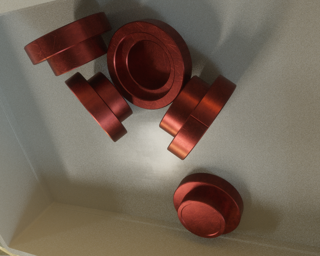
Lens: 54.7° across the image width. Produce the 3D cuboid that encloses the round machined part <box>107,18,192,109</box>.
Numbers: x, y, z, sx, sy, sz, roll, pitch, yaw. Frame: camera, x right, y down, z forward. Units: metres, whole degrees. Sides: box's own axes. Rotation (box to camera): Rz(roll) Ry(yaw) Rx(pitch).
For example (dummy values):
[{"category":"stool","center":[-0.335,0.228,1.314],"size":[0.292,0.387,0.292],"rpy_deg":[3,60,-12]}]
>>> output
[{"category":"round machined part","center":[-0.008,-0.074,0.353],"size":[0.098,0.042,0.097],"rpy_deg":[14,121,25]}]

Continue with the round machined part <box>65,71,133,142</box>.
[{"category":"round machined part","center":[-0.072,-0.033,0.394],"size":[0.098,0.042,0.098],"rpy_deg":[49,172,10]}]

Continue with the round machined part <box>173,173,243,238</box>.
[{"category":"round machined part","center":[0.063,0.115,0.435],"size":[0.098,0.042,0.097],"rpy_deg":[13,124,21]}]

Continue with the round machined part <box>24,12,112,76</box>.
[{"category":"round machined part","center":[-0.099,-0.093,0.356],"size":[0.098,0.098,0.042],"rpy_deg":[-13,112,33]}]

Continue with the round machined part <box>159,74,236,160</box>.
[{"category":"round machined part","center":[0.035,-0.017,0.332],"size":[0.042,0.098,0.097],"rpy_deg":[35,129,4]}]
